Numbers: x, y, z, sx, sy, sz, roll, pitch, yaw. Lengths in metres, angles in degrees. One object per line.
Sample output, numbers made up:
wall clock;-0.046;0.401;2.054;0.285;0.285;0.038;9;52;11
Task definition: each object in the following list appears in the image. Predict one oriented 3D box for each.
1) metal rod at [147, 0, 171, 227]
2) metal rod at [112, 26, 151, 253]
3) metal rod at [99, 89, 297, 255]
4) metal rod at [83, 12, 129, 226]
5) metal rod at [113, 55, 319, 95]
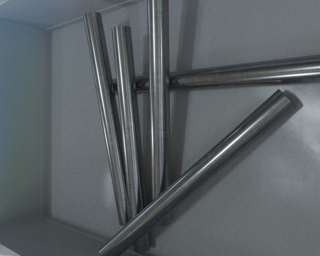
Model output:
metal rod;0.000;-0.024;0.379;0.025;0.025;0.298;8;103;40
metal rod;-0.038;0.018;0.416;0.025;0.025;0.298;-1;96;40
metal rod;0.027;0.069;0.358;0.299;0.025;0.025;-45;63;21
metal rod;-0.070;-0.011;0.439;0.025;0.025;0.298;-8;93;40
metal rod;0.047;-0.058;0.367;0.300;0.025;0.025;2;91;40
